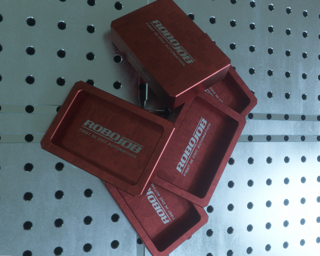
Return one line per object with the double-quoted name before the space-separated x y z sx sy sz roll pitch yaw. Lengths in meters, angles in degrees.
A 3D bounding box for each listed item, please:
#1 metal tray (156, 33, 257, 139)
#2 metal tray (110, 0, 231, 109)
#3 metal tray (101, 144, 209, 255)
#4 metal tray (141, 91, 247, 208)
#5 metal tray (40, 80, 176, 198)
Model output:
"metal tray" 0.066 -0.054 0.435 0.090 0.030 0.130 -45 105 -15
"metal tray" 0.011 -0.096 0.382 0.091 0.030 0.130 -32 71 -18
"metal tray" -0.005 0.095 0.409 0.090 0.030 0.130 -34 102 -17
"metal tray" 0.044 0.024 0.396 0.090 0.030 0.130 30 80 -18
"metal tray" -0.058 0.011 0.357 0.130 0.030 0.090 25 80 12
